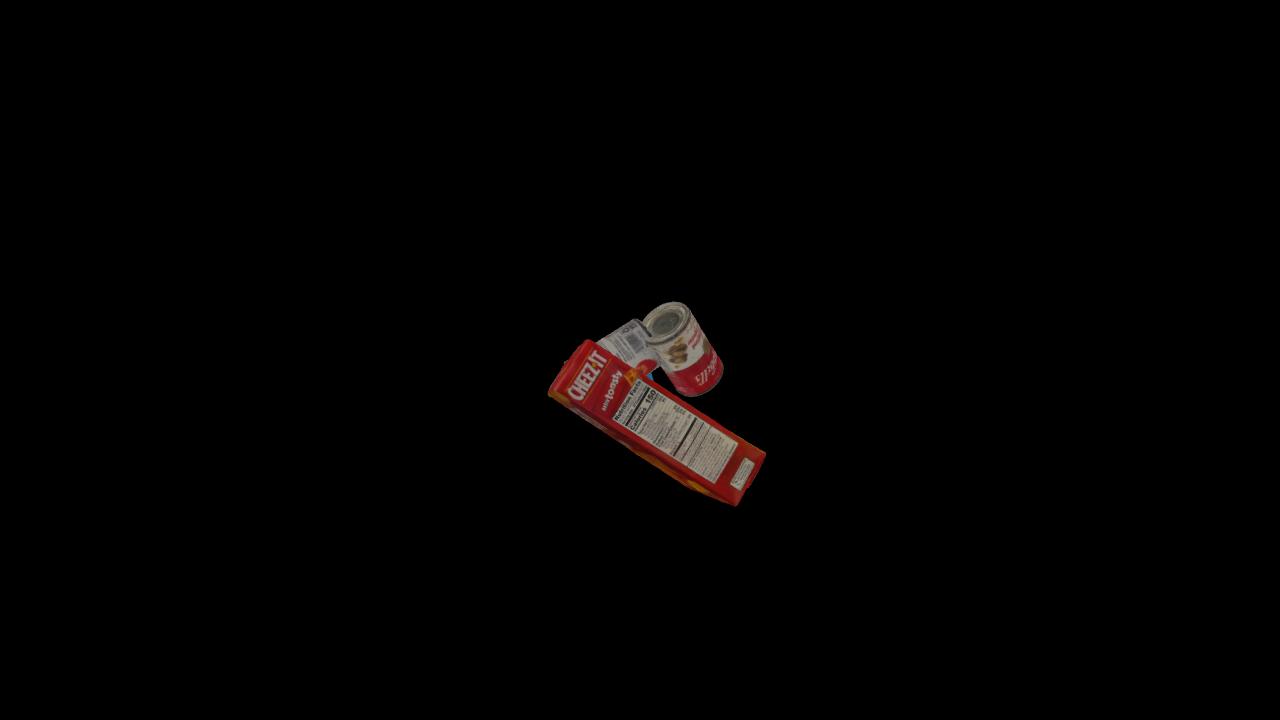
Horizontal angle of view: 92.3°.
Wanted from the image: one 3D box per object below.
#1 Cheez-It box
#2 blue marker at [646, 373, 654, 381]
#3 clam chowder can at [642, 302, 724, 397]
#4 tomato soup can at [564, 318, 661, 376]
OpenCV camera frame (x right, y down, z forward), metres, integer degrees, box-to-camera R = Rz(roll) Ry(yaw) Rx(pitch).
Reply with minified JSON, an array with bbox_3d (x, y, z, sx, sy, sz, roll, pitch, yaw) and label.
[{"bbox_3d":[0.007,0.070,0.685,0.223,0.071,0.166,34,-11,-7],"label":"Cheez-It box"},{"bbox_3d":[0.021,0.063,0.762,0.020,0.121,0.020,-16,23,7],"label":"blue marker"},{"bbox_3d":[0.050,-0.013,0.741,0.068,0.068,0.102,0,-39,38],"label":"clam chowder can"},{"bbox_3d":[-0.030,0.003,0.730,0.101,0.068,0.068,-33,7,-11],"label":"tomato soup can"}]
